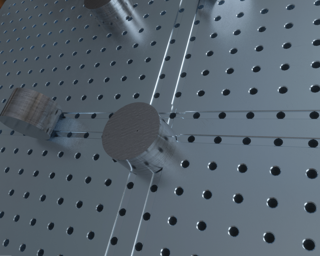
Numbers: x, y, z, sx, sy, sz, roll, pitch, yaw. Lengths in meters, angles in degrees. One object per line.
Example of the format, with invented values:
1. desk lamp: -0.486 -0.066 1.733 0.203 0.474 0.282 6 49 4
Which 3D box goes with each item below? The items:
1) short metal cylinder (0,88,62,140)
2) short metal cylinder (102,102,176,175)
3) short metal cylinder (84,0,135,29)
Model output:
1. short metal cylinder: -0.205 -0.021 0.493 0.080 0.080 0.050 3 64 30
2. short metal cylinder: -0.026 0.014 0.397 0.080 0.050 0.080 -13 56 21
3. short metal cylinder: -0.095 -0.236 0.587 0.080 0.050 0.080 -13 56 21
